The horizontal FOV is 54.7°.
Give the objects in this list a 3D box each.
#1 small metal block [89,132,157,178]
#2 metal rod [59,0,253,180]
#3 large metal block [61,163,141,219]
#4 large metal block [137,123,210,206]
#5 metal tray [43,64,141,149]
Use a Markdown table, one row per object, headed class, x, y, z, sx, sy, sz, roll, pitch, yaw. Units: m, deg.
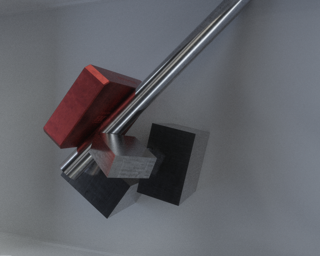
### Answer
| class | x | y | z | sx | sy | sz | roll | pitch | yaw |
| --- | --- | --- | --- | --- | --- | --- | --- | --- | --- |
| small metal block | -0.040 | 0.029 | 0.330 | 0.050 | 0.050 | 0.025 | 40 | 114 | 47 |
| metal rod | 0.000 | -0.057 | 0.360 | 0.025 | 0.025 | 0.300 | 43 | 86 | 14 |
| large metal block | -0.064 | 0.062 | 0.403 | 0.080 | 0.080 | 0.050 | 38 | 102 | 15 |
| large metal block | 0.019 | 0.039 | 0.373 | 0.050 | 0.080 | 0.079 | 14 | 95 | 19 |
| metal tray | -0.066 | -0.022 | 0.375 | 0.030 | 0.130 | 0.090 | 42 | 104 | 16 |
